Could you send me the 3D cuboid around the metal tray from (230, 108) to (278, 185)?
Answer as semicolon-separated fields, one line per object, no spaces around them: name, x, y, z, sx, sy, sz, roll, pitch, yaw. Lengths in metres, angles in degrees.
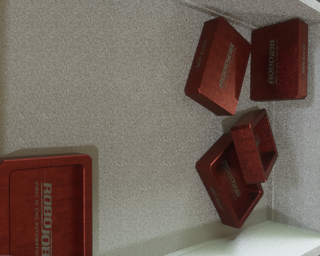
metal tray;0.157;0.025;0.502;0.131;0.030;0.089;-27;102;-59

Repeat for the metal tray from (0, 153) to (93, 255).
metal tray;-0.115;0.092;0.308;0.091;0.030;0.129;-1;91;-40

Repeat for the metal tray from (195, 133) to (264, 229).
metal tray;0.117;0.085;0.504;0.090;0.030;0.129;-41;115;-32

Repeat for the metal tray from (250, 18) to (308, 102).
metal tray;0.205;-0.113;0.539;0.030;0.090;0.129;2;89;-40

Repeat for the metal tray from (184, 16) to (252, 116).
metal tray;0.094;-0.094;0.485;0.090;0.030;0.130;28;73;-37
